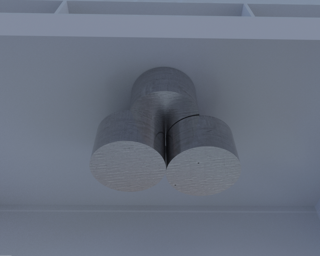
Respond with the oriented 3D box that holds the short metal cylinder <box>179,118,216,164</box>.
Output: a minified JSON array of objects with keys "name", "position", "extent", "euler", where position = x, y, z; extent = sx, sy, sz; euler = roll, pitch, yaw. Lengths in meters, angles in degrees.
[{"name":"short metal cylinder","position":[0.042,0.030,0.416],"extent":[0.081,0.050,0.079],"euler":[0,130,0]}]

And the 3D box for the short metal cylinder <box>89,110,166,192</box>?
[{"name":"short metal cylinder","position":[-0.034,0.027,0.347],"extent":[0.081,0.050,0.079],"euler":[0,130,0]}]

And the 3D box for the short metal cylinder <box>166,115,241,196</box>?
[{"name":"short metal cylinder","position":[0.047,0.032,0.351],"extent":[0.081,0.050,0.079],"euler":[0,130,0]}]

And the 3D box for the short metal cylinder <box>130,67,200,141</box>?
[{"name":"short metal cylinder","position":[0.005,-0.025,0.370],"extent":[0.081,0.050,0.079],"euler":[0,130,0]}]

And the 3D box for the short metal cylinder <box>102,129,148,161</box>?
[{"name":"short metal cylinder","position":[-0.040,0.026,0.412],"extent":[0.081,0.050,0.079],"euler":[0,130,0]}]
